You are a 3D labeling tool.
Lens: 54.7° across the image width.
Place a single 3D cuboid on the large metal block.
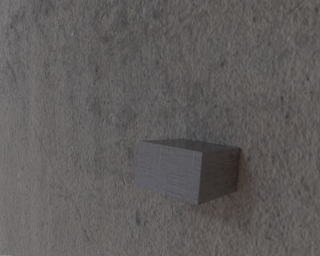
[{"bbox_3d":[0.032,0.043,0.341,0.080,0.081,0.050,8,95,39],"label":"large metal block"}]
